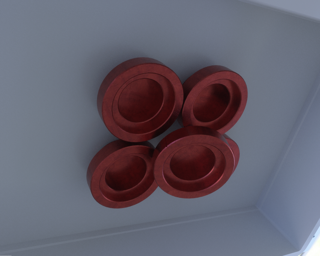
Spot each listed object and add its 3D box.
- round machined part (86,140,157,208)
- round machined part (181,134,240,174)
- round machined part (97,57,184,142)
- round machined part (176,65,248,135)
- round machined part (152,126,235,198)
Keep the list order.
[{"bbox_3d":[-0.047,0.054,0.404,0.099,0.042,0.097,-14,125,-21],"label":"round machined part"},{"bbox_3d":[0.066,0.046,0.462,0.099,0.042,0.097,-14,125,-21],"label":"round machined part"},{"bbox_3d":[-0.025,-0.035,0.361,0.099,0.042,0.097,-14,125,-21],"label":"round machined part"},{"bbox_3d":[0.063,-0.036,0.409,0.099,0.042,0.097,-14,125,-21],"label":"round machined part"},{"bbox_3d":[0.039,0.038,0.387,0.099,0.042,0.097,-3,122,-5],"label":"round machined part"}]
